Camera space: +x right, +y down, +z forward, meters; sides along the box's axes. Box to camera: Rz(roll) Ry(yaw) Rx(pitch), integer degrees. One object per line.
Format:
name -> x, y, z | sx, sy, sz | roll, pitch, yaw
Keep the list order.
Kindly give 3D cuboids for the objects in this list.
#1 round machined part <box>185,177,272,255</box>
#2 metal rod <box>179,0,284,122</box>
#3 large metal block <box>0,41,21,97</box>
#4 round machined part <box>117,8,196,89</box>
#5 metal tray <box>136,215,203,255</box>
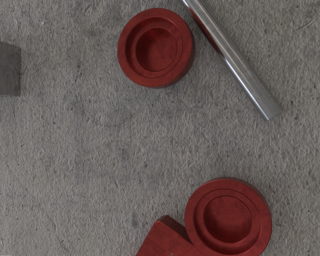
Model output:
round machined part -> 0.082, 0.107, 0.371 | 0.098, 0.042, 0.097 | 0, 90, 20
metal rod -> 0.055, -0.138, 0.389 | 0.025, 0.025, 0.299 | -35, 79, 16
large metal block -> -0.272, -0.092, 0.492 | 0.080, 0.050, 0.080 | 1, 91, 20
round machined part -> -0.002, -0.099, 0.401 | 0.098, 0.042, 0.097 | 0, 90, 20
metal tray -> 0.007, 0.193, 0.404 | 0.090, 0.030, 0.129 | 31, 100, 17
